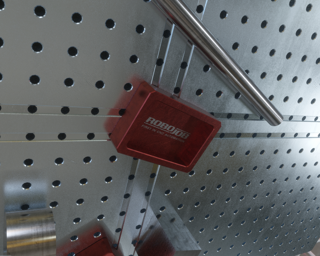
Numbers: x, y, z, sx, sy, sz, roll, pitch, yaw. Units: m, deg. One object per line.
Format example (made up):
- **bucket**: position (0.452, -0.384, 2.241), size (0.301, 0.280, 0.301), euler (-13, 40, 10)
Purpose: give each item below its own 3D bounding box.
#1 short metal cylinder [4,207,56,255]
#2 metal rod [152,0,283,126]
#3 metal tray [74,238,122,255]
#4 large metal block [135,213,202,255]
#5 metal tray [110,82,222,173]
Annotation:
- **short metal cylinder**: position (-0.160, 0.139, 0.375), size (0.050, 0.080, 0.079), euler (1, 118, -29)
- **metal rod**: position (0.092, -0.080, 0.411), size (0.301, 0.025, 0.025), euler (34, 99, -39)
- **metal tray**: position (-0.121, 0.241, 0.490), size (0.131, 0.030, 0.090), euler (-30, 129, -9)
- **large metal block**: position (0.010, 0.197, 0.503), size (0.050, 0.080, 0.080), euler (13, 112, -34)
- **metal tray**: position (0.011, 0.004, 0.416), size (0.131, 0.030, 0.090), euler (22, 107, -36)
